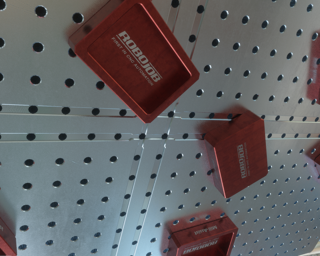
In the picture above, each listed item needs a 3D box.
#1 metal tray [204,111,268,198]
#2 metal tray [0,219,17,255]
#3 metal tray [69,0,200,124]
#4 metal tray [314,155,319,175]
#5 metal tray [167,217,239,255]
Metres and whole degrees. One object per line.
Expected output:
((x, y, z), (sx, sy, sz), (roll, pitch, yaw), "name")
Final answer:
((0.127, 0.046, 0.505), (0.090, 0.030, 0.130), (-28, 128, -11), "metal tray")
((-0.237, 0.123, 0.354), (0.091, 0.030, 0.129), (-24, 127, -14), "metal tray")
((-0.023, -0.076, 0.347), (0.090, 0.030, 0.130), (-43, 129, 1), "metal tray")
((0.390, 0.080, 0.668), (0.090, 0.030, 0.130), (-42, 129, 0), "metal tray")
((0.080, 0.226, 0.590), (0.131, 0.030, 0.089), (-8, 122, -25), "metal tray")
